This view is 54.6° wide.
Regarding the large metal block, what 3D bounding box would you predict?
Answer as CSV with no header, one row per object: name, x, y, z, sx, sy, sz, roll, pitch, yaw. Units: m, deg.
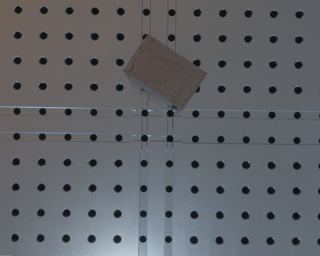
large metal block,0.006,-0.063,0.386,0.080,0.080,0.050,34,90,0
